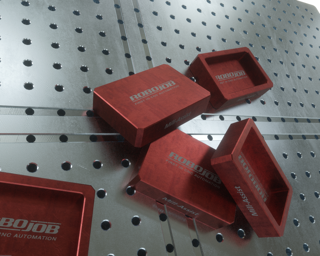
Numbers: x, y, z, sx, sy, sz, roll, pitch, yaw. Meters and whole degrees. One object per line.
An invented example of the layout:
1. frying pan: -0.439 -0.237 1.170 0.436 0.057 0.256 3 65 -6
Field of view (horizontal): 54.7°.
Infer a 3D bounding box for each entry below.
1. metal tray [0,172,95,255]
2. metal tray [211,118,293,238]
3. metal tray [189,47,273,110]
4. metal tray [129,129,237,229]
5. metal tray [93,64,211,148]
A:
1. metal tray: -0.131 0.090 0.279 0.131 0.030 0.090 14 56 -21
2. metal tray: 0.123 0.064 0.400 0.130 0.030 0.090 56 42 -15
3. metal tray: 0.124 -0.089 0.527 0.131 0.030 0.090 -18 71 -35
4. metal tray: 0.037 0.059 0.391 0.131 0.030 0.090 28 52 -11
5. metal tray: -0.009 -0.035 0.402 0.131 0.030 0.090 -28 55 -38
